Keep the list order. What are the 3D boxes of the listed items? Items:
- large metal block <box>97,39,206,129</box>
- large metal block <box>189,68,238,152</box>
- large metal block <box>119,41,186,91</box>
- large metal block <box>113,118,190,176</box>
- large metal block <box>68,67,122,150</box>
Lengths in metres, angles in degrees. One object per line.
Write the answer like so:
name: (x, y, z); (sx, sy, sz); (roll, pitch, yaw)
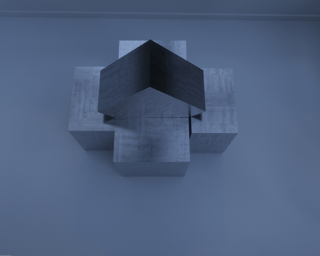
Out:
large metal block: (-0.009, -0.040, 0.334); (0.080, 0.080, 0.050); (19, 63, -42)
large metal block: (0.059, -0.019, 0.384); (0.050, 0.080, 0.080); (0, 70, 0)
large metal block: (-0.009, -0.069, 0.404); (0.081, 0.080, 0.050); (0, 70, 0)
large metal block: (-0.009, 0.025, 0.370); (0.081, 0.080, 0.050); (0, 70, 0)
large metal block: (-0.074, -0.021, 0.387); (0.050, 0.080, 0.080); (0, 70, 0)
